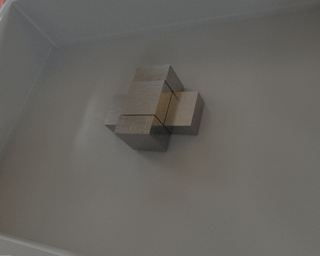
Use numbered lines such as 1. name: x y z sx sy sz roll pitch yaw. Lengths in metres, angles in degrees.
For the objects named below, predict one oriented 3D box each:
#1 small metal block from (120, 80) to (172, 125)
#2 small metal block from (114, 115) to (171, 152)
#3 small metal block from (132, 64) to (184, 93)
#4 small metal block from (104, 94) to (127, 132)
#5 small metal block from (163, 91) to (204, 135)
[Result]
1. small metal block: -0.017 -0.032 0.399 0.050 0.025 0.050 1 62 28
2. small metal block: -0.021 0.007 0.393 0.050 0.050 0.025 1 62 28
3. small metal block: -0.001 -0.059 0.424 0.050 0.050 0.025 1 62 28
4. small metal block: -0.045 -0.021 0.439 0.050 0.025 0.050 1 62 28
5. small metal block: 0.026 -0.019 0.402 0.050 0.025 0.050 1 62 28
